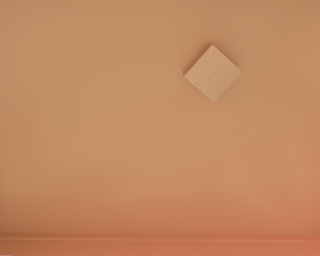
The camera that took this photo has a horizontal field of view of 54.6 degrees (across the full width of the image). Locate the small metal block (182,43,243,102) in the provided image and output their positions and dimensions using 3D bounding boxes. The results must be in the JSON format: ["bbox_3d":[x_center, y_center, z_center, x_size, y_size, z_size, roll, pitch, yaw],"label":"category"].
[{"bbox_3d":[0.064,-0.069,0.386,0.050,0.025,0.050,39,105,-13],"label":"small metal block"}]
